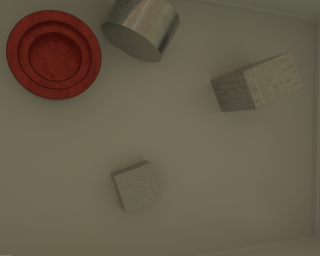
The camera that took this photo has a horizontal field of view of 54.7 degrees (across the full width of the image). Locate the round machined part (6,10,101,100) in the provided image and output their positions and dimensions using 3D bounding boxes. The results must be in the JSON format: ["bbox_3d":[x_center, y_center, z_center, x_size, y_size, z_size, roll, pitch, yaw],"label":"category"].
[{"bbox_3d":[-0.121,-0.080,0.357,0.099,0.042,0.097,0,90,-21],"label":"round machined part"}]

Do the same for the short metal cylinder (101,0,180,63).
[{"bbox_3d":[-0.023,-0.122,0.373,0.080,0.080,0.050,29,80,-18],"label":"short metal cylinder"}]

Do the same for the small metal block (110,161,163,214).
[{"bbox_3d":[-0.030,0.075,0.400,0.050,0.025,0.050,-19,97,-19],"label":"small metal block"}]

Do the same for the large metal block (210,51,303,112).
[{"bbox_3d":[0.131,-0.062,0.431,0.081,0.080,0.050,-25,99,-19],"label":"large metal block"}]
